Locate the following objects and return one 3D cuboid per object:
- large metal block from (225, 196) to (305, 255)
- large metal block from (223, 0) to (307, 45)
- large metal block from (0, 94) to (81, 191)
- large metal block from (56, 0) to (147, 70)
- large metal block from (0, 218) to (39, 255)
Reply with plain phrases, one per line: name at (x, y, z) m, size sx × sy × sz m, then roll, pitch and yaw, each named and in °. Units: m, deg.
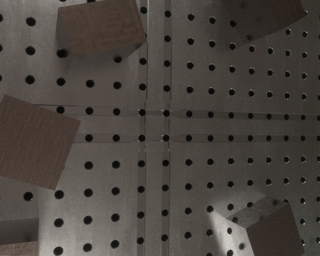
large metal block at (0.155, 0.159, 0.459) m, size 0.081 × 0.050 × 0.080 m, roll -22°, pitch 98°, yaw -19°
large metal block at (0.144, -0.173, 0.438) m, size 0.050 × 0.080 × 0.080 m, roll -31°, pitch 100°, yaw -18°
large metal block at (-0.144, 0.016, 0.347) m, size 0.080 × 0.050 × 0.080 m, roll 21°, pitch 83°, yaw -19°
large metal block at (-0.071, -0.107, 0.358) m, size 0.081 × 0.080 × 0.050 m, roll -18°, pitch 97°, yaw -19°
large metal block at (-0.170, 0.133, 0.321) m, size 0.081 × 0.080 × 0.050 m, roll 0°, pitch 90°, yaw -20°
